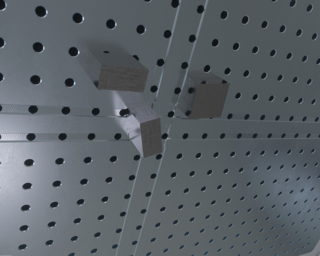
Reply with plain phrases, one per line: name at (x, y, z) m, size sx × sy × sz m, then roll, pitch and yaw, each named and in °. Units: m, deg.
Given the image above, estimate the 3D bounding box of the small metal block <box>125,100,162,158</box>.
small metal block at (-0.020, 0.000, 0.384) m, size 0.025 × 0.050 × 0.050 m, roll -17°, pitch 125°, yaw -19°

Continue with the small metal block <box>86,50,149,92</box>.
small metal block at (-0.047, -0.061, 0.331) m, size 0.050 × 0.050 × 0.025 m, roll 1°, pitch 118°, yaw -29°

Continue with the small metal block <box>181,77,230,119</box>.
small metal block at (0.061, -0.041, 0.418) m, size 0.050 × 0.025 × 0.050 m, roll -5°, pitch 121°, yaw -26°
